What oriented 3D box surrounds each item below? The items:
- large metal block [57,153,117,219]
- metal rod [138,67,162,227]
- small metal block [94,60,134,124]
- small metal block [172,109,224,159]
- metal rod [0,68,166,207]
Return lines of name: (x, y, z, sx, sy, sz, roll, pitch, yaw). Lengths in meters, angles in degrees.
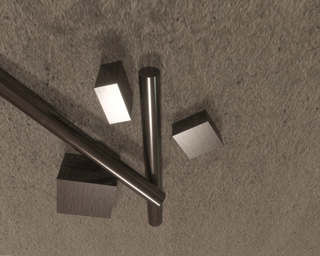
large metal block: (-0.107, 0.088, 0.464, 0.081, 0.050, 0.079, 9, 130, -8)
metal rod: (-0.010, 0.050, 0.449, 0.025, 0.025, 0.298, -1, 130, 0)
small metal block: (-0.051, -0.041, 0.355, 0.025, 0.050, 0.050, -10, 130, 8)
small metal block: (0.050, 0.010, 0.416, 0.050, 0.025, 0.050, -24, 127, 18)
metal rod: (-0.105, 0.016, 0.401, 0.025, 0.025, 0.300, -37, 116, 26)
